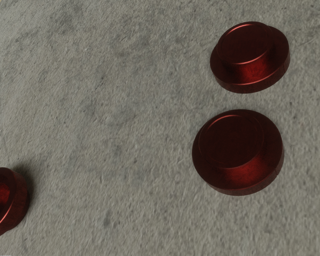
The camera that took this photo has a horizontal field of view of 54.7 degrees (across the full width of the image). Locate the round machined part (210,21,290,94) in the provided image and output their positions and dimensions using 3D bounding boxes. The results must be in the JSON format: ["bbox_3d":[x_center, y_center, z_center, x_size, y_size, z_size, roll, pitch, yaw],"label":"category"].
[{"bbox_3d":[0.111,-0.095,0.393,0.098,0.042,0.098,-13,56,20],"label":"round machined part"}]

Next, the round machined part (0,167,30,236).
[{"bbox_3d":[-0.228,0.109,0.443,0.098,0.042,0.098,-13,56,20],"label":"round machined part"}]

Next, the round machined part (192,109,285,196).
[{"bbox_3d":[0.081,0.020,0.337,0.098,0.042,0.098,-13,56,20],"label":"round machined part"}]
